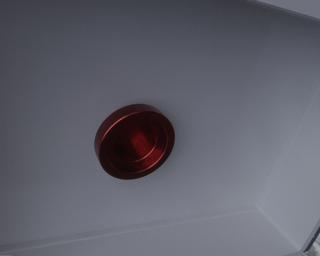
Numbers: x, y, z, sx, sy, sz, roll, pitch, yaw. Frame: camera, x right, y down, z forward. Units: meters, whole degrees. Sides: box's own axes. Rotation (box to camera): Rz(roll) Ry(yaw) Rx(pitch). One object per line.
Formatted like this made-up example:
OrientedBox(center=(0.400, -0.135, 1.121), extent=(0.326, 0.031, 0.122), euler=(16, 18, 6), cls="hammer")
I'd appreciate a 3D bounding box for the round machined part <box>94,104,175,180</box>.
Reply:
OrientedBox(center=(-0.034, 0.013, 0.389), extent=(0.099, 0.042, 0.097), euler=(-14, 125, -21), cls="round machined part")
